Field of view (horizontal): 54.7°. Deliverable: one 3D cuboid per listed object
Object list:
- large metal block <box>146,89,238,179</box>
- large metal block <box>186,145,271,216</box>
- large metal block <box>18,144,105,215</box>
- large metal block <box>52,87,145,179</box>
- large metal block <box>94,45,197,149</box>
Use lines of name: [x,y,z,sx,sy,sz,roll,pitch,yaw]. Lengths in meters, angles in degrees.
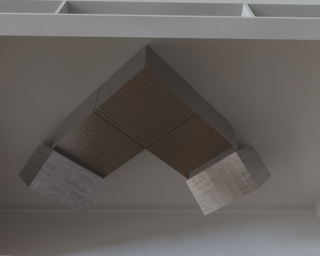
large metal block: [0.040,0.010,0.399,0.080,0.050,0.080,-36,122,26]
large metal block: [0.095,0.069,0.422,0.080,0.050,0.080,-36,165,26]
large metal block: [-0.134,0.068,0.418,0.080,0.050,0.080,38,163,-28]
large metal block: [-0.075,0.009,0.397,0.080,0.050,0.080,-36,122,26]
large metal block: [-0.016,-0.033,0.361,0.080,0.050,0.080,-36,122,26]
